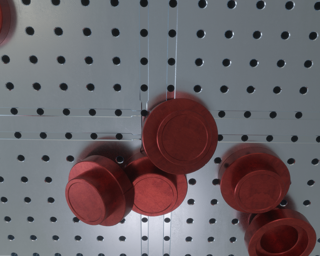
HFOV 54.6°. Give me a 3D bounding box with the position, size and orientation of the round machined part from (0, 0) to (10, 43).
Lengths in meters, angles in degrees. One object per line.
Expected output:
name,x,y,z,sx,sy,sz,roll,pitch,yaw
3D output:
round machined part,-0.230,-0.133,0.354,0.099,0.042,0.097,0,110,0

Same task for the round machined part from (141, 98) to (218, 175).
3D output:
round machined part,0.027,0.011,0.392,0.099,0.042,0.097,0,92,-9

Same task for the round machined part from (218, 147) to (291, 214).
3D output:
round machined part,0.134,0.080,0.435,0.099,0.042,0.097,0,110,0

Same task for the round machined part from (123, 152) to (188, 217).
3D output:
round machined part,-0.010,0.084,0.435,0.099,0.042,0.097,0,110,0

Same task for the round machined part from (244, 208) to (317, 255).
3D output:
round machined part,0.174,0.158,0.461,0.099,0.042,0.097,-1,115,-3

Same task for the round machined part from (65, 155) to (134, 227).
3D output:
round machined part,-0.087,0.089,0.414,0.098,0.042,0.097,11,113,27
